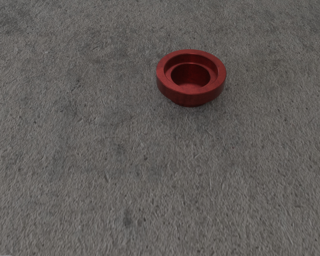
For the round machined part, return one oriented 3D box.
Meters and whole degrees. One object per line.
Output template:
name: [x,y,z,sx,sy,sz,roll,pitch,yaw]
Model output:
round machined part: [0.044,-0.068,0.450,0.099,0.042,0.098,0,50,0]
